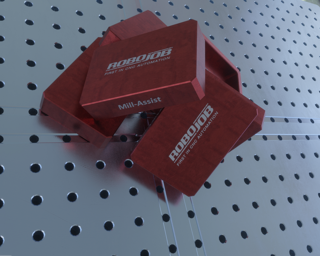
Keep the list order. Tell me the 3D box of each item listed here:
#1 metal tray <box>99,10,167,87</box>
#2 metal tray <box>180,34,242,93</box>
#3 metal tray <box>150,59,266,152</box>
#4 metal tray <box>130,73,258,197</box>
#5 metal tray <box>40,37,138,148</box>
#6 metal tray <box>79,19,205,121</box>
[{"bbox_3d":[-0.016,-0.116,0.443,0.090,0.030,0.131,42,37,-4],"label":"metal tray"},{"bbox_3d":[0.076,-0.080,0.463,0.130,0.030,0.090,32,48,-36],"label":"metal tray"},{"bbox_3d":[0.059,-0.024,0.411,0.130,0.090,0.030,33,51,-7],"label":"metal tray"},{"bbox_3d":[0.037,0.005,0.363,0.090,0.130,0.030,34,13,-6],"label":"metal tray"},{"bbox_3d":[-0.075,-0.049,0.394,0.090,0.030,0.130,34,51,-7],"label":"metal tray"},{"bbox_3d":[-0.018,-0.062,0.339,0.030,0.130,0.090,54,33,-49],"label":"metal tray"}]
